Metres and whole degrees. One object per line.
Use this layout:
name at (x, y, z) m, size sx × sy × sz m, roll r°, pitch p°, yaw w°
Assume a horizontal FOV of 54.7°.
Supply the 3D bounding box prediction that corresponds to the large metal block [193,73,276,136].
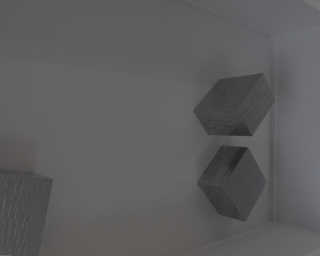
large metal block at (0.111, -0.034, 0.464) m, size 0.080 × 0.080 × 0.050 m, roll -49°, pitch 119°, yaw -29°

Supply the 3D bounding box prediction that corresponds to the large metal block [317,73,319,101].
large metal block at (0.428, -0.102, 0.751) m, size 0.081 × 0.050 × 0.080 m, roll -19°, pitch 102°, yaw -38°

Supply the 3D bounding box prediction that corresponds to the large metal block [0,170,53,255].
large metal block at (-0.148, 0.077, 0.266) m, size 0.081 × 0.050 × 0.080 m, roll 14°, pitch 81°, yaw -39°

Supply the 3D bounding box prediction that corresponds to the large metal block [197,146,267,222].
large metal block at (0.115, 0.085, 0.487) m, size 0.080 × 0.050 × 0.080 m, roll -50°, pitch 119°, yaw -28°
